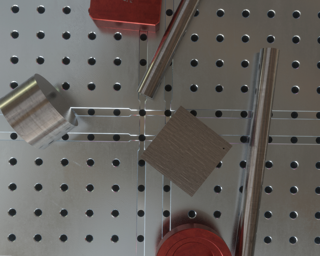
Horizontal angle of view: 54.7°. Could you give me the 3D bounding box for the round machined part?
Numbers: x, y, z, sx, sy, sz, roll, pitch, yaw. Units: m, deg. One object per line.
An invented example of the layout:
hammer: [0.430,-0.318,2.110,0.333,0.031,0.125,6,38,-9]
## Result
round machined part: [0.043,0.173,0.406,0.099,0.042,0.097,0,90,-1]

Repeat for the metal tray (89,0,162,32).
metal tray: [-0.040,-0.200,0.410,0.091,0.030,0.129,6,90,-1]

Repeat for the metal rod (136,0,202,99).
metal rod: [0.045,-0.178,0.413,0.025,0.025,0.299,26,90,-1]

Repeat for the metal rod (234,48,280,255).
metal rod: [0.129,0.044,0.415,0.025,0.025,0.298,7,90,-1]

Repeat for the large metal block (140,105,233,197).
large metal block: [0.032,0.028,0.401,0.080,0.050,0.080,38,90,-1]

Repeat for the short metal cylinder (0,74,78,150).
short metal cylinder: [-0.148,-0.020,0.384,0.050,0.080,0.080,-36,90,0]
